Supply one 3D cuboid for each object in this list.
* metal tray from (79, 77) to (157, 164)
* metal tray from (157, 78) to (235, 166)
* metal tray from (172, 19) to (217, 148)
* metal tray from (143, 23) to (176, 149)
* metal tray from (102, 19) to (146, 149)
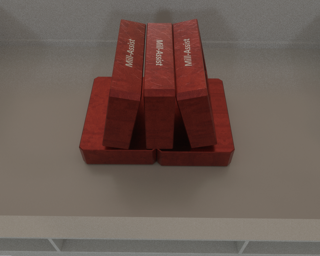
[{"bbox_3d":[-0.049,-0.014,0.410,0.091,0.030,0.130,1,50,0],"label":"metal tray"},{"bbox_3d":[0.043,-0.012,0.410,0.091,0.030,0.130,1,50,0],"label":"metal tray"},{"bbox_3d":[0.040,-0.053,0.364,0.030,0.090,0.130,-9,49,11],"label":"metal tray"},{"bbox_3d":[0.000,-0.051,0.363,0.030,0.089,0.130,0,48,0],"label":"metal tray"},{"bbox_3d":[-0.041,-0.052,0.362,0.030,0.089,0.130,8,49,-10],"label":"metal tray"}]
